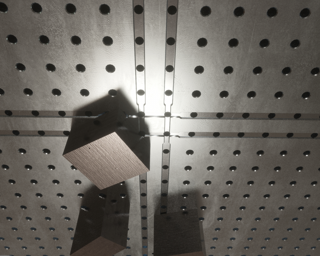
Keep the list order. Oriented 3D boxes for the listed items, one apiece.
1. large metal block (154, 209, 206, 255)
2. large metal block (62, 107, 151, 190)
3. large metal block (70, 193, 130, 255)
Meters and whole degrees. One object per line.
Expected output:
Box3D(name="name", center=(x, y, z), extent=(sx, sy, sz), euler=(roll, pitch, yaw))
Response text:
Box3D(name="large metal block", center=(0.035, 0.196, 0.543), extent=(0.080, 0.080, 0.050), euler=(-12, 129, 9))
Box3D(name="large metal block", center=(-0.069, 0.030, 0.420), extent=(0.080, 0.050, 0.080), euler=(-24, 127, 18))
Box3D(name="large metal block", center=(-0.098, 0.169, 0.518), extent=(0.050, 0.080, 0.080), euler=(37, 121, -27))
